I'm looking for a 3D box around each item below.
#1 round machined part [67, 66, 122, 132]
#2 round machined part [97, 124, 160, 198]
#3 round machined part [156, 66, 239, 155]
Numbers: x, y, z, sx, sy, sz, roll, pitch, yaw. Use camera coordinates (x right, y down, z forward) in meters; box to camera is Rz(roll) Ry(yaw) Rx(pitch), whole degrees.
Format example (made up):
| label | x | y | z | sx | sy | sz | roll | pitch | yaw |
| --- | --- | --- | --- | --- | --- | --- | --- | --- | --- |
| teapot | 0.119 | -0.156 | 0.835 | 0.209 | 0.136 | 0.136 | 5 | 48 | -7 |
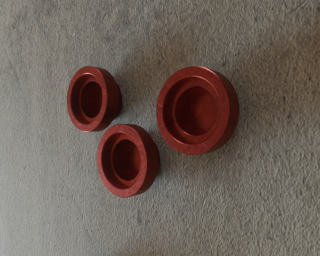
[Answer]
| label | x | y | z | sx | sy | sz | roll | pitch | yaw |
| --- | --- | --- | --- | --- | --- | --- | --- | --- | --- |
| round machined part | -0.096 | -0.043 | 0.474 | 0.098 | 0.042 | 0.097 | 0 | 90 | 40 |
| round machined part | -0.039 | 0.043 | 0.426 | 0.098 | 0.042 | 0.097 | 0 | 90 | 40 |
| round machined part | 0.046 | -0.019 | 0.356 | 0.098 | 0.042 | 0.097 | 0 | 90 | 40 |
